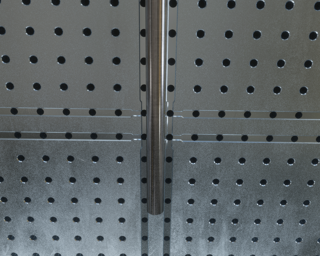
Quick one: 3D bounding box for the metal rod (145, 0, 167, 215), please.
[{"bbox_3d":[-0.006,-0.019,0.407,0.025,0.025,0.298,0,110,0],"label":"metal rod"}]
